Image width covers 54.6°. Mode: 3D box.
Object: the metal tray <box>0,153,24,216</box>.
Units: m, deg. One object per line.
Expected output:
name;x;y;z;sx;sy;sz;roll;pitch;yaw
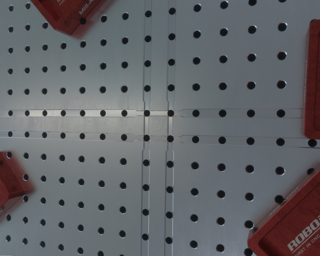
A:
metal tray;-0.299;0.112;0.517;0.130;0.030;0.090;-40;78;15

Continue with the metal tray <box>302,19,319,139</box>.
metal tray;0.207;-0.051;0.336;0.090;0.030;0.129;3;91;20

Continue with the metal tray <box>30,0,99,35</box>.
metal tray;-0.128;-0.215;0.455;0.130;0.030;0.090;-43;77;15

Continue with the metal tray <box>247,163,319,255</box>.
metal tray;0.175;0.115;0.347;0.090;0.030;0.130;43;103;15
